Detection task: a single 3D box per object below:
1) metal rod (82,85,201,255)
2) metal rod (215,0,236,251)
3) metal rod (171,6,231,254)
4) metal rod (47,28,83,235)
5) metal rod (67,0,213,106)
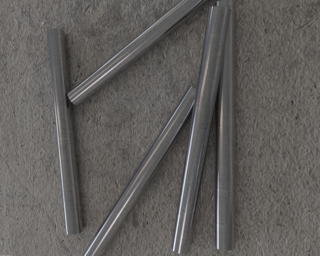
[{"bbox_3d":[-0.030,0.076,0.419,0.025,0.025,0.299,35,101,16],"label":"metal rod"},{"bbox_3d":[0.080,-0.004,0.380,0.025,0.025,0.298,0,90,20],"label":"metal rod"},{"bbox_3d":[0.048,0.010,0.376,0.025,0.025,0.298,11,99,19],"label":"metal rod"},{"bbox_3d":[-0.141,0.004,0.458,0.025,0.025,0.298,-7,88,20],"label":"metal rod"},{"bbox_3d":[-0.007,-0.124,0.411,0.300,0.025,0.025,-35,79,16],"label":"metal rod"}]
